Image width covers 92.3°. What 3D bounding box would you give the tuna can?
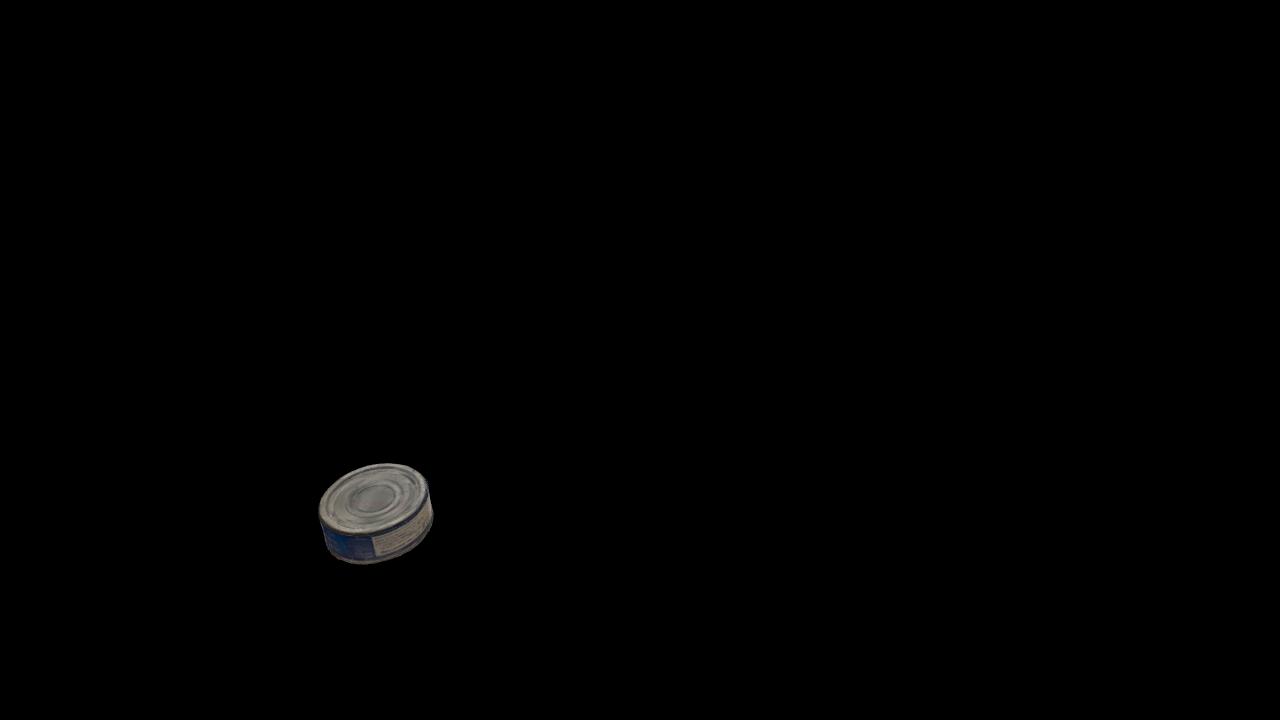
[{"bbox_3d":[-0.214,0.122,0.500,0.084,0.034,0.084,2,31,-1],"label":"tuna can"}]
